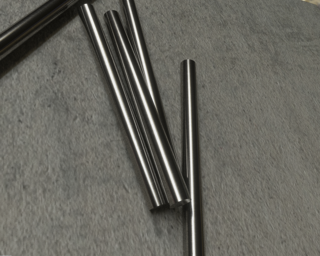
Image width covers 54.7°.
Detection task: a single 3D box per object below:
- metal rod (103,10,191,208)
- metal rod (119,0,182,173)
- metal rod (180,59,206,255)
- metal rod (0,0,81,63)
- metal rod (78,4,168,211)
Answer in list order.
[{"bbox_3d":[-0.026,-0.043,0.401,0.025,0.025,0.299,-4,59,-30],"label":"metal rod"},{"bbox_3d":[-0.020,-0.074,0.439,0.025,0.025,0.299,0,62,-29],"label":"metal rod"},{"bbox_3d":[0.041,0.027,0.410,0.025,0.025,0.299,15,56,-20],"label":"metal rod"},{"bbox_3d":[-0.168,-0.126,0.390,0.025,0.025,0.301,34,51,-6],"label":"metal rod"},{"bbox_3d":[-0.054,-0.041,0.400,0.025,0.025,0.299,-9,66,-32],"label":"metal rod"}]
